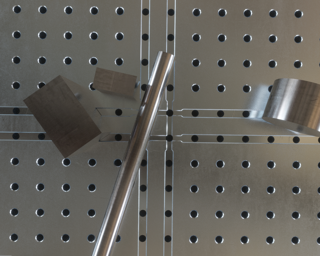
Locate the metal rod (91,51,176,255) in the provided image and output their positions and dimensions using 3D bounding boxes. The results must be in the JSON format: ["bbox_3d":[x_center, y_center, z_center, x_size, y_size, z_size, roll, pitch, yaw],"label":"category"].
[{"bbox_3d":[-0.037,0.044,0.412,0.025,0.025,0.298,18,90,0],"label":"metal rod"}]

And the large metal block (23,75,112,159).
[{"bbox_3d":[-0.109,-0.013,0.385,0.050,0.080,0.080,-36,90,0],"label":"large metal block"}]

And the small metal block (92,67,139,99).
[{"bbox_3d":[-0.055,-0.056,0.400,0.050,0.050,0.025,13,90,0],"label":"small metal block"}]

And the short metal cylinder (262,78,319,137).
[{"bbox_3d":[0.175,-0.024,0.387,0.080,0.080,0.050,19,90,0],"label":"short metal cylinder"}]
